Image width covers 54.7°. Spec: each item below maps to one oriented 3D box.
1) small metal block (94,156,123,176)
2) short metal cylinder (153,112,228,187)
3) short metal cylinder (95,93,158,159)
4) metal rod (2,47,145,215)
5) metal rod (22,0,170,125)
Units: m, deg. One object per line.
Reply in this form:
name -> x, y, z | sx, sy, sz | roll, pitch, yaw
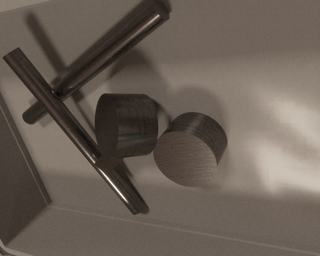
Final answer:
small metal block -> -0.060, 0.034, 0.444 | 0.025, 0.050, 0.050 | 43, 129, -2
short metal cylinder -> 0.039, 0.027, 0.388 | 0.080, 0.050, 0.079 | 13, 124, 20
short metal cylinder -> -0.044, -0.003, 0.387 | 0.080, 0.050, 0.079 | 8, 99, 59
metal rod -> -0.115, 0.017, 0.455 | 0.025, 0.025, 0.299 | -19, 116, 35
metal rod -> -0.106, -0.071, 0.418 | 0.299, 0.025, 0.025 | -27, 104, 37
